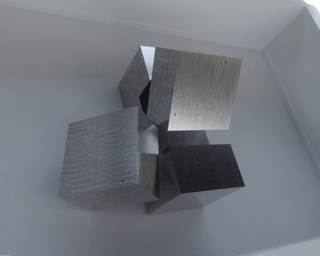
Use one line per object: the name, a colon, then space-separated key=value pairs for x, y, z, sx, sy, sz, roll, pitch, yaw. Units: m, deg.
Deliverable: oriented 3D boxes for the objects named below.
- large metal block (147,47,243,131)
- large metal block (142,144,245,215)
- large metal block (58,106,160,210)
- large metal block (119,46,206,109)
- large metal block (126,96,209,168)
large metal block: x=0.037 y=-0.043 z=0.344 sx=0.081 sy=0.079 sz=0.050 roll=-1 pitch=17 yaw=-29
large metal block: x=0.033 y=0.058 z=0.351 sx=0.081 sy=0.080 sz=0.050 roll=0 pitch=62 yaw=-29
large metal block: x=-0.048 y=0.032 z=0.313 sx=0.050 sy=0.080 sz=0.080 roll=51 pitch=32 yaw=-54
large metal block: x=0.001 y=-0.057 z=0.404 sx=0.081 sy=0.080 sz=0.050 roll=-1 pitch=63 yaw=-29
large metal block: x=0.009 y=0.008 z=0.391 sx=0.081 sy=0.050 sz=0.080 roll=-1 pitch=62 yaw=-29
